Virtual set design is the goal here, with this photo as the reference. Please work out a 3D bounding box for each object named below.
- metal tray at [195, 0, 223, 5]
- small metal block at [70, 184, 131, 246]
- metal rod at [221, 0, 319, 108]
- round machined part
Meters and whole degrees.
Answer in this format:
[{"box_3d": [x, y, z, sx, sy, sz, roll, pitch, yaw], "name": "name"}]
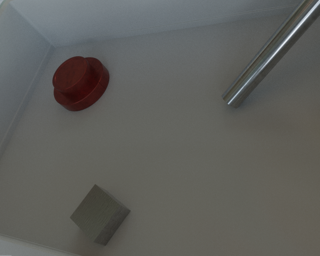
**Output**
[{"box_3d": [0.108, -0.268, 0.511, 0.090, 0.030, 0.130, -1, 61, 27], "name": "metal tray"}, {"box_3d": [-0.073, 0.105, 0.378, 0.050, 0.025, 0.050, 28, 77, 37], "name": "small metal block"}, {"box_3d": [0.167, -0.138, 0.316, 0.298, 0.025, 0.025, -53, 46, 27], "name": "metal rod"}, {"box_3d": [-0.137, -0.080, 0.514, 0.098, 0.042, 0.098, -13, 56, 20], "name": "round machined part"}]
